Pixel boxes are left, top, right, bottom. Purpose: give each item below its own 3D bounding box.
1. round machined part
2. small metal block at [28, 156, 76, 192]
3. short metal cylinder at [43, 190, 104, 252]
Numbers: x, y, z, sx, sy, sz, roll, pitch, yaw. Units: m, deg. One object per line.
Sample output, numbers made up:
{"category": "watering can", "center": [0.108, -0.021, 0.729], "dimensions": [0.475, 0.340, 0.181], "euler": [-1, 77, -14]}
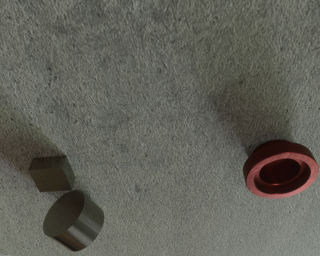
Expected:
{"category": "round machined part", "center": [0.169, 0.055, 0.445], "dimensions": [0.099, 0.042, 0.097], "euler": [0, 130, 0]}
{"category": "small metal block", "center": [-0.161, 0.069, 0.465], "dimensions": [0.050, 0.025, 0.050], "euler": [-4, 130, 3]}
{"category": "short metal cylinder", "center": [-0.137, 0.148, 0.496], "dimensions": [0.080, 0.080, 0.050], "euler": [-24, 126, 19]}
